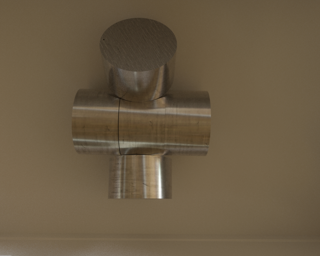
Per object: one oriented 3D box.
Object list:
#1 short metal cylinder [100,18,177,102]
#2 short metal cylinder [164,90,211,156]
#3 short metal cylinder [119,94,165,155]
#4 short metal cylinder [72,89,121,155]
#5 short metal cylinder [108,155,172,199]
[{"bbox_3d":[-0.023,-0.076,0.344,0.081,0.080,0.050,2,148,-1],"label":"short metal cylinder"},{"bbox_3d":[0.031,-0.006,0.378,0.050,0.080,0.079,1,110,0],"label":"short metal cylinder"},{"bbox_3d":[-0.020,-0.006,0.377,0.050,0.080,0.079,1,110,0],"label":"short metal cylinder"},{"bbox_3d":[-0.071,-0.007,0.377,0.050,0.080,0.079,1,110,0],"label":"short metal cylinder"},{"bbox_3d":[-0.025,0.065,0.396,0.081,0.080,0.050,0,76,0],"label":"short metal cylinder"}]
